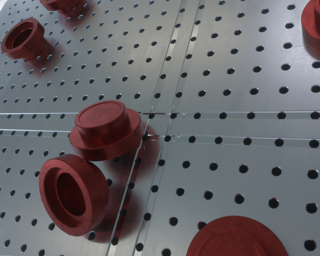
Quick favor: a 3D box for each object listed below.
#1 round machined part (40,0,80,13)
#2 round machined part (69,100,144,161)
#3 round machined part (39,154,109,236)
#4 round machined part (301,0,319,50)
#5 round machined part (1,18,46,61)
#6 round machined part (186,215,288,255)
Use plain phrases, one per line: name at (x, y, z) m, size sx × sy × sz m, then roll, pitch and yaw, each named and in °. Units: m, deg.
round machined part at (-0.217, -0.298, 0.696) m, size 0.098 × 0.042 × 0.098 m, roll -13°, pitch 56°, yaw 21°
round machined part at (-0.074, -0.003, 0.414) m, size 0.098 × 0.042 × 0.098 m, roll -10°, pitch 32°, yaw 7°
round machined part at (-0.102, 0.078, 0.383) m, size 0.098 × 0.042 × 0.097 m, roll 10°, pitch 108°, yaw 34°
round machined part at (0.221, -0.139, 0.367) m, size 0.098 × 0.042 × 0.098 m, roll -13°, pitch 56°, yaw 21°
round machined part at (-0.285, -0.184, 0.662) m, size 0.098 × 0.042 × 0.098 m, roll -13°, pitch 56°, yaw 21°
round machined part at (0.068, 0.129, 0.283) m, size 0.098 × 0.042 × 0.098 m, roll -13°, pitch 56°, yaw 21°
